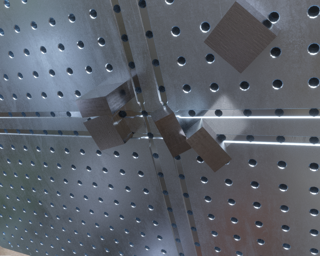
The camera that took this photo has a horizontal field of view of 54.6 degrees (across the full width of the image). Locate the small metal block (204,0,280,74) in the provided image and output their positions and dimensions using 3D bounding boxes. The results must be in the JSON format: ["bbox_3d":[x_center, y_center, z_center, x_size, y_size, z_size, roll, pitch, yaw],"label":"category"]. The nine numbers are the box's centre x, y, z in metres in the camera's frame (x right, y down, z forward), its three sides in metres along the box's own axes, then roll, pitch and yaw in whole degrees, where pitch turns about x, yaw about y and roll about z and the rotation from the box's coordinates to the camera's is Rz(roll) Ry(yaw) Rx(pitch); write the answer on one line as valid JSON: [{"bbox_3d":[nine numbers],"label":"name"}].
[{"bbox_3d":[0.082,-0.092,0.311,0.050,0.025,0.050,41,129,0],"label":"small metal block"}]

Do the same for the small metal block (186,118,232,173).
[{"bbox_3d":[0.058,0.019,0.373,0.025,0.050,0.050,-41,95,13],"label":"small metal block"}]

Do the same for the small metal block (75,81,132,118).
[{"bbox_3d":[-0.074,-0.038,0.411,0.050,0.050,0.025,-4,116,30],"label":"small metal block"}]

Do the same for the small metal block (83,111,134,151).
[{"bbox_3d":[-0.075,0.001,0.453,0.050,0.025,0.050,-17,110,35],"label":"small metal block"}]

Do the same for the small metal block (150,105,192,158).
[{"bbox_3d":[0.012,0.003,0.387,0.025,0.050,0.050,-28,107,0],"label":"small metal block"}]
